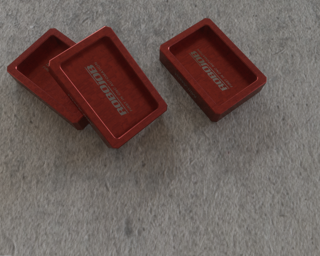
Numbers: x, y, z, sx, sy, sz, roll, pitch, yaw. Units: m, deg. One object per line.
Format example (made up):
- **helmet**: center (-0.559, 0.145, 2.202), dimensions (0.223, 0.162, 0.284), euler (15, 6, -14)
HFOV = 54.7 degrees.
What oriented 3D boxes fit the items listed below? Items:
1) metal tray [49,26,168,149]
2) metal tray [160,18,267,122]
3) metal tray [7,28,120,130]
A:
- **metal tray**: center (-0.064, -0.049, 0.391), dimensions (0.090, 0.030, 0.130), euler (-39, 100, -18)
- **metal tray**: center (0.072, -0.084, 0.436), dimensions (0.090, 0.030, 0.130), euler (-35, 74, -12)
- **metal tray**: center (-0.130, -0.070, 0.429), dimensions (0.130, 0.030, 0.090), euler (37, 74, 12)
